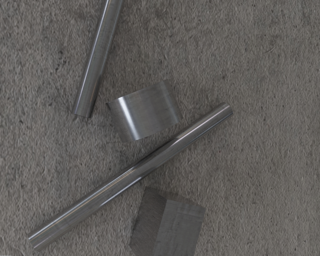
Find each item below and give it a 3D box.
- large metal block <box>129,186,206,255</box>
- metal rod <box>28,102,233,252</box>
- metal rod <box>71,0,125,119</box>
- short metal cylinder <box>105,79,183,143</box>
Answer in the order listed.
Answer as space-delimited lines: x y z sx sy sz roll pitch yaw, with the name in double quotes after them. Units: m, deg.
0.006 0.123 0.382 0.050 0.080 0.080 18 84 -19 "large metal block"
-0.024 0.053 0.400 0.302 0.025 0.025 -33 101 -17 "metal rod"
-0.057 -0.158 0.387 0.025 0.025 0.299 16 84 -19 "metal rod"
-0.019 -0.021 0.373 0.081 0.080 0.050 -24 98 -18 "short metal cylinder"
